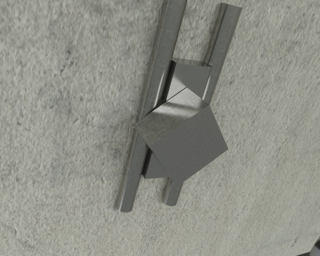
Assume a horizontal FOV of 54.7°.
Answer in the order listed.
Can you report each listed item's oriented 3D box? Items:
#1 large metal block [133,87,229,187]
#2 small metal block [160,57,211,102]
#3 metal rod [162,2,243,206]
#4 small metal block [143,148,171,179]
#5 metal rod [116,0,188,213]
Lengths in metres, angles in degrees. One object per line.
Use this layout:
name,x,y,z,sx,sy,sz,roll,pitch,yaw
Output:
large metal block,0.027,0.012,0.381,0.080,0.050,0.080,-35,129,-5
small metal block,0.030,-0.059,0.388,0.050,0.025,0.050,1,118,-29
metal rod,0.051,-0.015,0.429,0.025,0.025,0.298,1,118,-29
small metal block,0.002,0.043,0.436,0.050,0.025,0.050,1,118,-29
metal rod,-0.016,-0.016,0.392,0.025,0.025,0.298,1,118,-29
